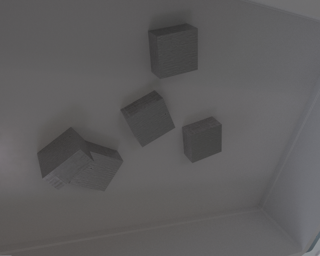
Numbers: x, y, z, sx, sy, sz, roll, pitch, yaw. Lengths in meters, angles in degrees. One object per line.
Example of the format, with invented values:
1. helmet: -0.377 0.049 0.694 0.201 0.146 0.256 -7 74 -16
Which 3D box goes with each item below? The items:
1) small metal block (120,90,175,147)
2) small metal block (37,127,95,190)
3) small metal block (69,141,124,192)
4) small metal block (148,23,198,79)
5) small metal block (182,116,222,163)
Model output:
1. small metal block: -0.015 -0.012 0.393 0.050 0.025 0.050 -31 129 -8
2. small metal block: -0.109 0.034 0.354 0.050 0.050 0.025 -39 129 -2
3. small metal block: -0.083 0.049 0.393 0.050 0.025 0.050 23 106 -37
4. small metal block: 0.016 -0.090 0.361 0.050 0.025 0.050 -17 125 -19
5. small metal block: 0.062 0.017 0.453 0.050 0.025 0.050 -19 126 -17
